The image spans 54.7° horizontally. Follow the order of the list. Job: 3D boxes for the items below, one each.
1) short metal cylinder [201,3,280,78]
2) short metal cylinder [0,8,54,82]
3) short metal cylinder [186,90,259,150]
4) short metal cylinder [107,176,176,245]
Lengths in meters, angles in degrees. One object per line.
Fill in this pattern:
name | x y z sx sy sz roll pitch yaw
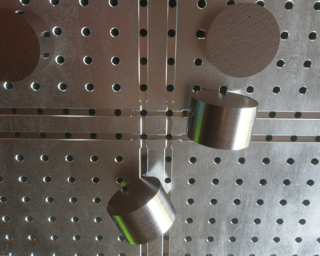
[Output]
short metal cylinder | 0.091 -0.103 0.363 0.081 0.050 0.079 0 110 0
short metal cylinder | -0.172 -0.098 0.362 0.081 0.050 0.079 0 110 0
short metal cylinder | 0.075 -0.012 0.380 0.081 0.080 0.050 5 110 -2
short metal cylinder | -0.025 0.111 0.425 0.080 0.080 0.050 -23 109 8
